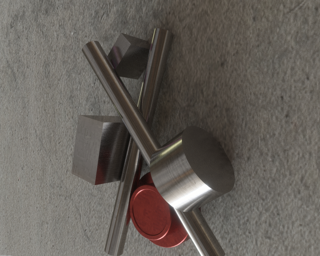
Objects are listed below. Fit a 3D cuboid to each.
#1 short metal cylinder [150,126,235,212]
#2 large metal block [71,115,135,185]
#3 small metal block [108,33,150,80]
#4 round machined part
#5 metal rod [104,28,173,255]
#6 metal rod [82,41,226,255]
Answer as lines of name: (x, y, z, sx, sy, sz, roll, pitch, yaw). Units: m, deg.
short metal cylinder: (0.036, 0.045, 0.340, 0.050, 0.081, 0.080, -39, 67, 33)
large metal block: (-0.068, 0.027, 0.424, 0.050, 0.081, 0.079, 15, 100, 39)
small metal block: (-0.041, -0.096, 0.421, 0.050, 0.050, 0.025, -52, 60, 27)
round machined part: (0.000, 0.103, 0.395, 0.098, 0.042, 0.097, 0, 90, 39)
metal rod: (-0.029, 0.020, 0.408, 0.025, 0.025, 0.298, 15, 93, 38)
metal rod: (-0.015, 0.019, 0.372, 0.025, 0.025, 0.299, -39, 75, 33)
